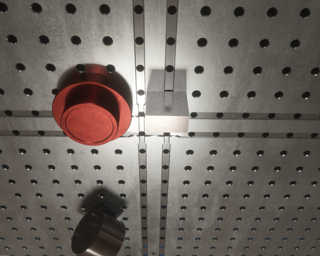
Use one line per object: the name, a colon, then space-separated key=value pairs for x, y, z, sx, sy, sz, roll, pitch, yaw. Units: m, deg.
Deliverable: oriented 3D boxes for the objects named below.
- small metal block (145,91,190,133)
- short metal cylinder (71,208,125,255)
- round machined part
small metal block: x=0.008 y=-0.020 z=0.378 sx=0.050 sy=0.050 sz=0.025 roll=1 pitch=130 yaw=-1
short metal cylinder: x=-0.106 y=0.186 z=0.532 sx=0.080 sy=0.080 sz=0.050 roll=-34 pitch=122 yaw=25
round machined part: x=-0.084 y=-0.016 z=0.386 sx=0.099 sy=0.042 sz=0.097 roll=-1 pitch=130 yaw=0
